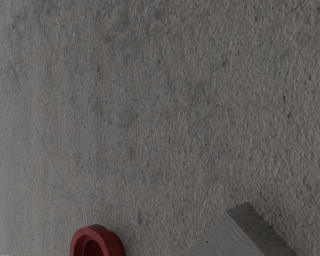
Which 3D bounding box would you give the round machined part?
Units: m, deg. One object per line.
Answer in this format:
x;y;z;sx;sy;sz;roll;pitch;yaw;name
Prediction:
-0.090;0.195;0.469;0.098;0.042;0.097;0;90;40;round machined part

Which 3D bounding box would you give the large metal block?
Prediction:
0.084;0.137;0.320;0.080;0.050;0.080;48;118;29;large metal block
